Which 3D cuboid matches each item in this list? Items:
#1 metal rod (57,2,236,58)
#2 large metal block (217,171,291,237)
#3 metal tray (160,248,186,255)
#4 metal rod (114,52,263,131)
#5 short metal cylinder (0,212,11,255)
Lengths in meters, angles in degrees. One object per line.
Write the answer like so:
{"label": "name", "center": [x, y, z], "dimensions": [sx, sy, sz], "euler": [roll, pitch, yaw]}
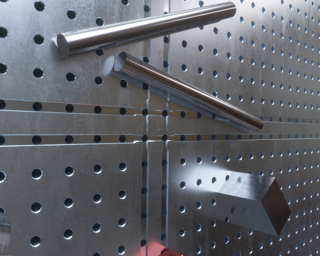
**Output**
{"label": "metal rod", "center": [0.006, -0.140, 0.415], "dimensions": [0.302, 0.025, 0.025], "euler": [-26, 107, -37]}
{"label": "large metal block", "center": [0.154, 0.122, 0.506], "dimensions": [0.050, 0.080, 0.080], "euler": [-46, 118, -30]}
{"label": "metal tray", "center": [-0.010, 0.233, 0.400], "dimensions": [0.131, 0.030, 0.089], "euler": [-26, 107, -37]}
{"label": "metal rod", "center": [0.064, -0.042, 0.464], "dimensions": [0.302, 0.025, 0.025], "euler": [18, 78, -39]}
{"label": "short metal cylinder", "center": [-0.160, 0.102, 0.240], "dimensions": [0.050, 0.080, 0.080], "euler": [27, 73, -37]}
